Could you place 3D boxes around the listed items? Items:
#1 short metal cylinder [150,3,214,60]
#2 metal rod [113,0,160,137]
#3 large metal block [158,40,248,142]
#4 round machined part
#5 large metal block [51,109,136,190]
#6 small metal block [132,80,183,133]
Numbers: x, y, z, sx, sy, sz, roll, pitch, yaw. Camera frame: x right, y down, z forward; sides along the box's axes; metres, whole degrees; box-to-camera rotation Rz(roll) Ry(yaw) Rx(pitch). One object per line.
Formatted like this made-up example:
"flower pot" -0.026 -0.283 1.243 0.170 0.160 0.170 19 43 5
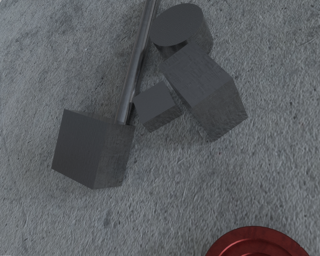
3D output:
"short metal cylinder" 0.032 -0.134 0.452 0.080 0.050 0.080 -13 56 20
"metal rod" -0.033 -0.115 0.489 0.025 0.025 0.299 -4 60 26
"large metal block" 0.052 -0.042 0.367 0.050 0.080 0.080 -37 51 4
"round machined part" 0.086 0.138 0.263 0.098 0.042 0.098 -13 56 20
"large metal block" -0.086 0.025 0.397 0.080 0.050 0.079 16 95 34
"small metal block" -0.004 -0.029 0.423 0.050 0.025 0.050 -30 52 8
